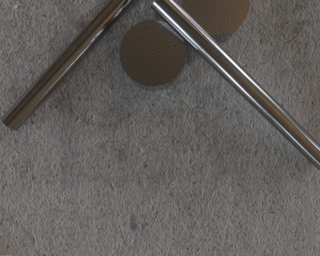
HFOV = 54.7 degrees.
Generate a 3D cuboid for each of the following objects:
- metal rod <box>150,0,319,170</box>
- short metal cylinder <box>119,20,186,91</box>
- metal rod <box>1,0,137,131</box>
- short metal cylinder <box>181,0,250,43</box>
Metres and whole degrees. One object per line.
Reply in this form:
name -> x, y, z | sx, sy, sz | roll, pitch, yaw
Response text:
metal rod -> 0.108, -0.051, 0.383 | 0.300, 0.025, 0.025 | 41, 90, -11
short metal cylinder -> -0.009, -0.090, 0.397 | 0.081, 0.050, 0.079 | 0, 90, 0
metal rod -> -0.097, -0.115, 0.408 | 0.025, 0.025, 0.300 | 42, 90, 0
short metal cylinder -> 0.068, -0.152, 0.398 | 0.081, 0.050, 0.079 | 0, 90, 0
